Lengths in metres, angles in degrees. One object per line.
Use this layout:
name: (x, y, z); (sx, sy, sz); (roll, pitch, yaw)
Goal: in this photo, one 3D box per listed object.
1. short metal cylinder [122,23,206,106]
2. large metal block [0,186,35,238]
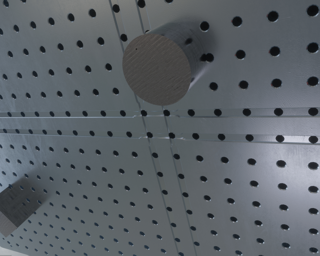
short metal cylinder: (0.006, -0.072, 0.348); (0.080, 0.050, 0.079); (13, 124, 21)
large metal block: (-0.340, 0.188, 0.691); (0.080, 0.050, 0.080); (47, 129, -5)
